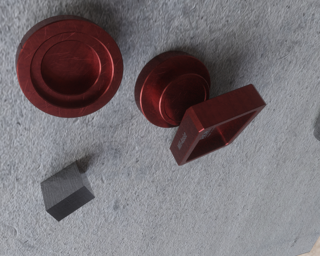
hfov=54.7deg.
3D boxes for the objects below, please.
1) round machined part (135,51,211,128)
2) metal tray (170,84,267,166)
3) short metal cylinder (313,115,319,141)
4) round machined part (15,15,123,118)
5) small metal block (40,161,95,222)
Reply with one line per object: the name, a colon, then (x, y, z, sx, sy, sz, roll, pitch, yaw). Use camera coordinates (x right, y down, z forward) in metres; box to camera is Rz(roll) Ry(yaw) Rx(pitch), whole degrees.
round machined part: (0.022, -0.042, 0.383, 0.099, 0.042, 0.097, -14, 124, -21)
metal tray: (0.068, 0.001, 0.399, 0.091, 0.030, 0.129, -21, 160, -17)
short metal cylinder: (0.324, -0.002, 0.551, 0.081, 0.080, 0.050, -9, 123, -24)
round machined part: (-0.090, -0.062, 0.309, 0.099, 0.042, 0.097, -14, 125, -21)
small metal block: (-0.113, 0.076, 0.377, 0.050, 0.050, 0.025, -33, 129, -7)
